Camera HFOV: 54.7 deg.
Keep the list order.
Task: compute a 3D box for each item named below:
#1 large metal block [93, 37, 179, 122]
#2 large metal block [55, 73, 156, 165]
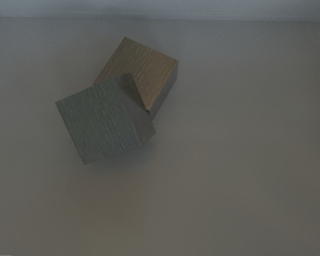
[{"bbox_3d":[-0.030,-0.063,0.419,0.080,0.050,0.080,26,72,9],"label":"large metal block"},{"bbox_3d":[-0.062,-0.011,0.368,0.080,0.050,0.080,-20,99,21],"label":"large metal block"}]
